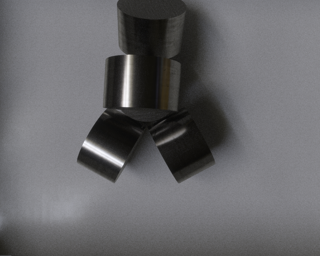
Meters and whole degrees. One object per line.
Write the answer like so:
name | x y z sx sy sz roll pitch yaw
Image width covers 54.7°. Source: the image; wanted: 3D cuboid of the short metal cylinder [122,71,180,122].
short metal cylinder | -0.016 -0.047 0.396 0.081 0.050 0.080 0 90 0

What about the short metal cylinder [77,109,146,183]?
short metal cylinder | -0.058 0.021 0.381 0.050 0.080 0.080 29 90 0

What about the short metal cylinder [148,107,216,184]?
short metal cylinder | 0.026 0.021 0.382 0.050 0.080 0.080 -29 90 1

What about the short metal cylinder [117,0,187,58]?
short metal cylinder | -0.011 -0.125 0.376 0.080 0.080 0.050 4 133 0

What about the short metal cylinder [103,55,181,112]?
short metal cylinder | -0.019 -0.044 0.332 0.080 0.080 0.050 3 90 0
